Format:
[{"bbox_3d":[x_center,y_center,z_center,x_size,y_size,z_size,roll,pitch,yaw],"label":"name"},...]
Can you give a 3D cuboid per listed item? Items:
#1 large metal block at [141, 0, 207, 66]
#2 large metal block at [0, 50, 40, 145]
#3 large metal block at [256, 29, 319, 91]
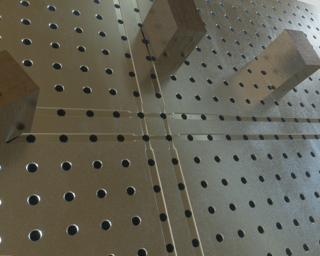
[{"bbox_3d":[0.018,-0.153,0.478,0.050,0.080,0.080,-3,63,-30],"label":"large metal block"},{"bbox_3d":[-0.169,-0.017,0.293,0.050,0.080,0.080,48,51,5],"label":"large metal block"},{"bbox_3d":[0.241,-0.126,0.583,0.050,0.080,0.080,-5,65,-31],"label":"large metal block"}]
